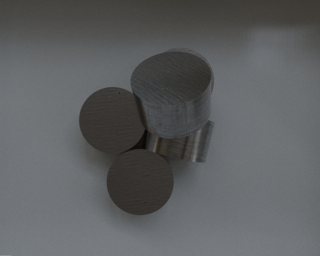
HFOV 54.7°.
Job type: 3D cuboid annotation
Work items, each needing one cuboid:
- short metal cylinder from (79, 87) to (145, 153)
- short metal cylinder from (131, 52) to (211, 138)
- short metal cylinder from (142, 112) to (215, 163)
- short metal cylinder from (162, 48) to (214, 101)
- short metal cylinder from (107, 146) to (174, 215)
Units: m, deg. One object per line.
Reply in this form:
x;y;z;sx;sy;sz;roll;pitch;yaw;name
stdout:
-0.057;-0.010;0.396;0.081;0.050;0.079;0;90;-1;short metal cylinder
0.013;-0.036;0.327;0.080;0.050;0.080;-4;50;5;short metal cylinder
0.023;0.009;0.383;0.080;0.080;0.050;13;90;-1;short metal cylinder
0.025;-0.057;0.398;0.081;0.050;0.079;0;90;-1;short metal cylinder
-0.024;0.065;0.397;0.081;0.050;0.079;0;90;-1;short metal cylinder
